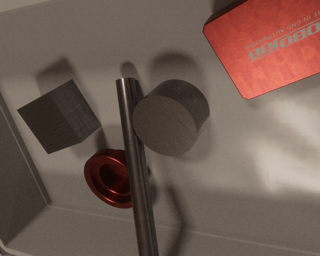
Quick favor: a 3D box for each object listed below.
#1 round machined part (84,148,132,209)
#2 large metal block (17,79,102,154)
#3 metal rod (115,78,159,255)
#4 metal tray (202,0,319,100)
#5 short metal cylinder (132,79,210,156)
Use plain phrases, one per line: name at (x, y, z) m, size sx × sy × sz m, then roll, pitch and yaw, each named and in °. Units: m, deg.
round machined part at (-0.063, 0.072, 0.474) m, size 0.098 × 0.042 × 0.097 m, roll 13°, pitch 124°, yaw 20°
large metal block at (-0.148, -0.015, 0.459) m, size 0.080 × 0.050 × 0.080 m, roll -19°, pitch 109°, yaw 35°
metal rod at (-0.024, 0.086, 0.393) m, size 0.025 × 0.025 × 0.298 m, roll -8°, pitch 89°, yaw 31°
metal tray at (0.117, -0.089, 0.281) m, size 0.130 × 0.030 × 0.090 m, roll -22°, pitch 114°, yaw 36°
short metal cylinder at (0.014, -0.013, 0.376) m, size 0.080 × 0.050 × 0.079 m, roll 13°, pitch 124°, yaw 20°
